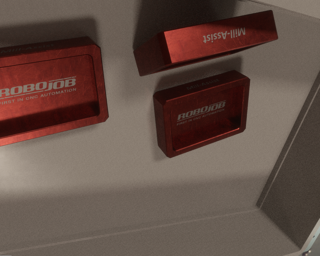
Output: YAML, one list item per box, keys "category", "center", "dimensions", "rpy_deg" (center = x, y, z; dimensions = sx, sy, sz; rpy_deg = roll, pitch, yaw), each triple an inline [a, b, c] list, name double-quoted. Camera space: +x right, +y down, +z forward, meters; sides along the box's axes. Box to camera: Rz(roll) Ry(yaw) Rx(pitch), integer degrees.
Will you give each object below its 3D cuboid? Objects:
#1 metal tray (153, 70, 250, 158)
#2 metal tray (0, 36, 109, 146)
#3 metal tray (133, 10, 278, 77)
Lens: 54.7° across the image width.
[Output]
- category: "metal tray"
  center: [0.059, -0.020, 0.427]
  dimensions: [0.131, 0.030, 0.089]
  rpy_deg: [-18, 126, -19]
- category: "metal tray"
  center: [-0.123, -0.037, 0.315]
  dimensions: [0.131, 0.030, 0.089]
  rpy_deg: [-15, 125, -21]
- category: "metal tray"
  center: [0.046, -0.090, 0.335]
  dimensions: [0.131, 0.090, 0.030]
  rpy_deg: [-17, 98, -19]
